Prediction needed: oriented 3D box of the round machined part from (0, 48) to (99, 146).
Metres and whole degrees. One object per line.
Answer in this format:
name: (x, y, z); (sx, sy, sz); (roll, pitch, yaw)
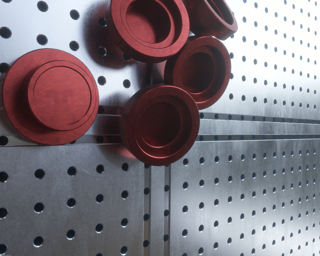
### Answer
round machined part: (-0.104, -0.031, 0.310); (0.099, 0.042, 0.097); (0, 90, -40)

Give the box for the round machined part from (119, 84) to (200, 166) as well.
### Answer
round machined part: (-0.003, -0.006, 0.382); (0.099, 0.042, 0.097); (-8, 107, -25)

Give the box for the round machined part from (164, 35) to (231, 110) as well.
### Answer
round machined part: (0.046, -0.076, 0.423); (0.099, 0.042, 0.097); (-13, 115, -29)

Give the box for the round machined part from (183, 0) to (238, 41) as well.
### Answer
round machined part: (0.061, -0.161, 0.430); (0.098, 0.042, 0.098); (32, 41, -32)

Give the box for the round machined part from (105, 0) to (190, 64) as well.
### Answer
round machined part: (-0.017, -0.124, 0.371); (0.099, 0.042, 0.098); (4, 80, -25)
